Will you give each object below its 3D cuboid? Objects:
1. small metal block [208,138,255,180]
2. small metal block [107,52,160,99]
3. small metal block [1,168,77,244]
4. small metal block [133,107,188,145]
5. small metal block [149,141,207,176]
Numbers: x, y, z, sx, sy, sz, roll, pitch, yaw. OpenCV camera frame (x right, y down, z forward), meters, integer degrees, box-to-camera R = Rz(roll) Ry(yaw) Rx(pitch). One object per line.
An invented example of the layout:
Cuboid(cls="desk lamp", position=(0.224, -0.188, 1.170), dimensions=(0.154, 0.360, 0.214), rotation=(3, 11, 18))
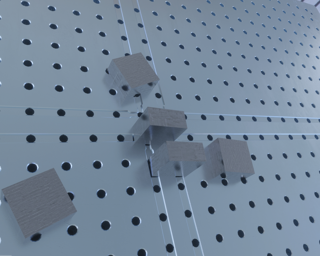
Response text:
Cuboid(cls="small metal block", position=(0.101, 0.044, 0.438), dimensions=(0.050, 0.025, 0.050), rotation=(8, 58, -25))
Cuboid(cls="small metal block", position=(-0.037, -0.074, 0.435), dimensions=(0.050, 0.025, 0.050), rotation=(-25, 75, -37))
Cuboid(cls="small metal block", position=(-0.117, 0.074, 0.300), dimensions=(0.050, 0.025, 0.050), rotation=(-23, 74, -37))
Cuboid(cls="small metal block", position=(-0.001, -0.001, 0.393), dimensions=(0.050, 0.050, 0.025), rotation=(5, 60, -26))
Cuboid(cls="small metal block", position=(0.021, 0.039, 0.381), dimensions=(0.050, 0.050, 0.025), rotation=(4, 60, -27))
